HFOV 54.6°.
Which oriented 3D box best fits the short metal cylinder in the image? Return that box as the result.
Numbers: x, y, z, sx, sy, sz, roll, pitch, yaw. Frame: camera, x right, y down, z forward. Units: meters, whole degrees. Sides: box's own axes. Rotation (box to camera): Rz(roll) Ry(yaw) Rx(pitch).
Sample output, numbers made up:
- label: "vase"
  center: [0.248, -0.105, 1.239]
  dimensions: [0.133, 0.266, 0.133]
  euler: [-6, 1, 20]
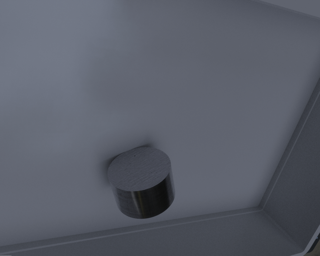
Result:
- label: "short metal cylinder"
  center: [-0.023, 0.069, 0.403]
  dimensions: [0.081, 0.080, 0.050]
  euler: [-21, 126, -16]
